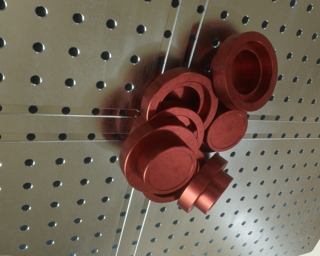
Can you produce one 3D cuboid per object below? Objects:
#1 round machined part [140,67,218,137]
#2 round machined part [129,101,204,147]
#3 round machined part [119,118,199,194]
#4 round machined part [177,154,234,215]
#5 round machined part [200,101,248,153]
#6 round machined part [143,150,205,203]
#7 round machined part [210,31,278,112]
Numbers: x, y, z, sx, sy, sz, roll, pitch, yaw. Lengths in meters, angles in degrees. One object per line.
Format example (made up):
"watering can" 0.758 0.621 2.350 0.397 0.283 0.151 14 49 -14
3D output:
"round machined part" 0.021 -0.031 0.392 0.099 0.042 0.097 -14 124 -21
"round machined part" 0.005 0.008 0.407 0.099 0.042 0.097 -14 124 -21
"round machined part" 0.005 0.040 0.372 0.099 0.042 0.097 -14 124 -21
"round machined part" 0.072 0.089 0.462 0.098 0.042 0.098 -46 162 -19
"round machined part" 0.085 -0.005 0.442 0.099 0.042 0.097 -14 124 -21
"round machined part" 0.011 0.055 0.439 0.099 0.042 0.097 -14 124 -21
"round machined part" 0.103 -0.071 0.397 0.099 0.042 0.097 -6 101 -34
